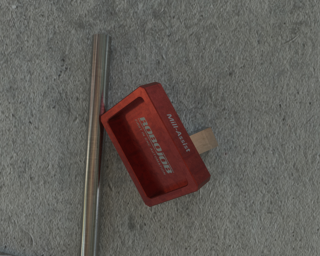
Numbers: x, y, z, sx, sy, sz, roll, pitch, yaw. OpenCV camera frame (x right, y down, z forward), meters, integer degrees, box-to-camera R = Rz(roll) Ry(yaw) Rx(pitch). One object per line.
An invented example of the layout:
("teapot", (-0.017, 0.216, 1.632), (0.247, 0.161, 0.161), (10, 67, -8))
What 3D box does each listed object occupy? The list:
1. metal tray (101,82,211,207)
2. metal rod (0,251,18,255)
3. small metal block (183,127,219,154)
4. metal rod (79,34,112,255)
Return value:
("metal tray", (-0.009, 0.022, 0.372), (0.090, 0.030, 0.130), (-31, 86, 41))
("metal rod", (-0.171, 0.187, 0.407), (0.302, 0.025, 0.025), (15, 90, -1))
("small metal block", (0.043, 0.020, 0.398), (0.050, 0.050, 0.025), (-23, 91, 0))
("metal rod", (-0.085, 0.028, 0.408), (0.025, 0.025, 0.298), (4, 90, -1))
